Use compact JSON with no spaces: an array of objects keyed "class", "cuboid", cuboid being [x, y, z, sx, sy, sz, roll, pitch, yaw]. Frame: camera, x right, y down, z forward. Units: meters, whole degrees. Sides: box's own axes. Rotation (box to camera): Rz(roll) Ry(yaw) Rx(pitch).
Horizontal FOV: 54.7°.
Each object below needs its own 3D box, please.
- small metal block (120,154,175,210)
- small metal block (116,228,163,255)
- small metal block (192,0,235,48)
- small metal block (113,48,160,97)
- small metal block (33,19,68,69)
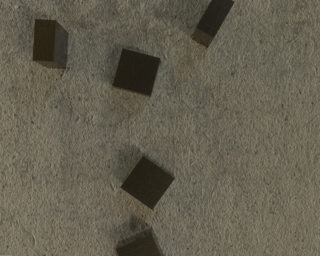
[{"class":"small metal block","cuboid":[-0.016,0.070,0.410,0.050,0.025,0.050,36,90,0]},{"class":"small metal block","cuboid":[-0.024,0.168,0.410,0.050,0.025,0.050,-23,90,0]},{"class":"small metal block","cuboid":[0.067,-0.137,0.398,0.025,0.050,0.050,30,90,0]},{"class":"small metal block","cuboid":[-0.030,-0.072,0.410,0.050,0.025,0.050,15,90,0]},{"class":"small metal block","cuboid":[-0.139,-0.105,0.396,0.025,0.050,0.050,3,90,0]}]
